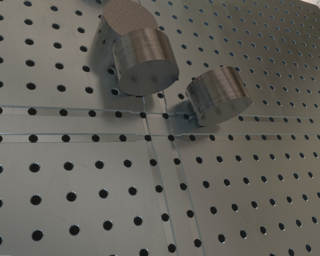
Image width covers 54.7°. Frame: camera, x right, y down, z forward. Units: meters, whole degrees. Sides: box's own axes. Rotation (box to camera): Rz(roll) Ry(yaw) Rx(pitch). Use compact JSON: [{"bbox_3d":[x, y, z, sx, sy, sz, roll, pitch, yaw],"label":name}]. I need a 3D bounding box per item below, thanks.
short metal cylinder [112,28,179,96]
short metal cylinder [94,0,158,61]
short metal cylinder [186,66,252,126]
[{"bbox_3d":[-0.020,-0.086,0.414,0.081,0.080,0.050,-2,63,-29],"label":"short metal cylinder"},{"bbox_3d":[-0.049,-0.139,0.450,0.081,0.050,0.080,14,56,-21],"label":"short metal cylinder"},{"bbox_3d":[0.083,-0.044,0.444,0.081,0.080,0.050,-7,66,-32],"label":"short metal cylinder"}]
